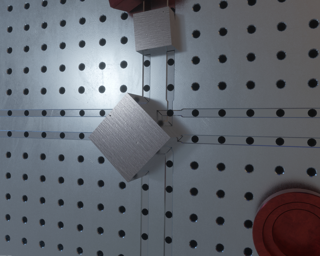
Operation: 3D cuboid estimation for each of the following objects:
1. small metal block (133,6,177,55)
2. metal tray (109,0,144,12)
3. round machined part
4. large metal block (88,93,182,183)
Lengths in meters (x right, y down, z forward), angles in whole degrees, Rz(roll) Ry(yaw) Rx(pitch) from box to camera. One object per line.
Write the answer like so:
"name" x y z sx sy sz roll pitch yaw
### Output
"small metal block" -0.006 -0.129 0.415 0.050 0.025 0.050 -5 89 20
"metal tray" -0.041 -0.234 0.407 0.090 0.030 0.129 -19 84 40
"round machined part" 0.156 0.117 0.348 0.098 0.042 0.097 0 90 20
"large metal block" -0.032 0.012 0.411 0.080 0.050 0.080 46 104 14
